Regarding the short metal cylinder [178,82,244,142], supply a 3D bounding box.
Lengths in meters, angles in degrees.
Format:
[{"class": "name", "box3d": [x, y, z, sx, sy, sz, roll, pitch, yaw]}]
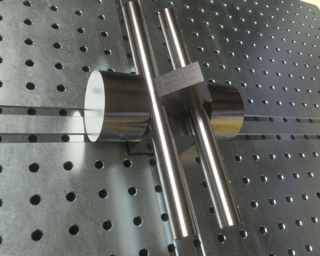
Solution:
[{"class": "short metal cylinder", "box3d": [0.066, -0.021, 0.416, 0.050, 0.080, 0.080, 0, 62, -27]}]

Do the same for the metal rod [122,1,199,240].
[{"class": "metal rod", "box3d": [-0.007, -0.029, 0.354, 0.025, 0.025, 0.299, 1, 61, -28]}]

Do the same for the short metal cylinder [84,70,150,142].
[{"class": "short metal cylinder", "box3d": [-0.051, -0.024, 0.355, 0.050, 0.080, 0.080, 2, 61, -28]}]

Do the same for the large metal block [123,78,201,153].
[{"class": "large metal block", "box3d": [0.001, -0.015, 0.397, 0.081, 0.050, 0.080, 1, 61, -28]}]

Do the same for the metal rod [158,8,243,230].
[{"class": "metal rod", "box3d": [0.042, -0.031, 0.381, 0.025, 0.025, 0.299, 1, 61, -28]}]

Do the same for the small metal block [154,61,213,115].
[{"class": "small metal block", "box3d": [0.027, -0.043, 0.348, 0.050, 0.050, 0.025, -19, 65, 12]}]
